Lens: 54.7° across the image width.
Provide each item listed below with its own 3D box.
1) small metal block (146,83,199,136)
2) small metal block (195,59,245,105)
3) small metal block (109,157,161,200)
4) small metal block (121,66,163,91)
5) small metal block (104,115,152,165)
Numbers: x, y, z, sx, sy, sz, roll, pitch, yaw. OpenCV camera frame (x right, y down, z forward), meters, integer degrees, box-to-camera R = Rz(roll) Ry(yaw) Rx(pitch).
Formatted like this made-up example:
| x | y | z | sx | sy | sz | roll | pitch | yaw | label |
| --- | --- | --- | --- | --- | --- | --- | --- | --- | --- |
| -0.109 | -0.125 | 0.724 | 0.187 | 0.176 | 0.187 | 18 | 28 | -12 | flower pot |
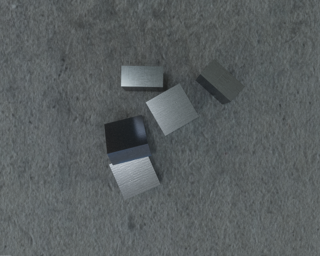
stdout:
| x | y | z | sx | sy | sz | roll | pitch | yaw | label |
| --- | --- | --- | --- | --- | --- | --- | --- | --- | --- |
| 0.016 | -0.024 | 0.410 | 0.050 | 0.025 | 0.050 | -30 | 90 | -1 | small metal block |
| 0.076 | -0.058 | 0.398 | 0.050 | 0.050 | 0.025 | 42 | 90 | -1 | small metal block |
| -0.032 | 0.060 | 0.410 | 0.050 | 0.025 | 0.050 | -23 | 90 | -1 | small metal block |
| -0.021 | -0.062 | 0.397 | 0.050 | 0.050 | 0.025 | 1 | 90 | -1 | small metal block |
| -0.041 | 0.015 | 0.396 | 0.050 | 0.025 | 0.050 | -14 | 48 | -1 | small metal block |
